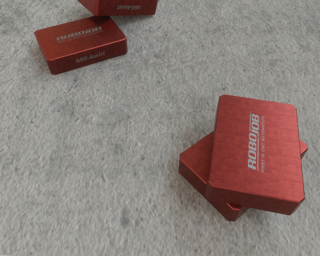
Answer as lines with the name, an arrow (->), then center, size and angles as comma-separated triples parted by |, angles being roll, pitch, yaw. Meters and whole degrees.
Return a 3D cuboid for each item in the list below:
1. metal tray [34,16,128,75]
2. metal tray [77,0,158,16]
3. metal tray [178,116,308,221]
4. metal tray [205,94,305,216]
metal tray -> -0.131, -0.144, 0.519 | 0.131, 0.030, 0.090 | -21, 53, -18
metal tray -> -0.081, -0.241, 0.575 | 0.131, 0.030, 0.090 | -16, 48, -35
metal tray -> 0.098, 0.036, 0.371 | 0.131, 0.030, 0.090 | -32, 57, -25
metal tray -> 0.104, 0.023, 0.342 | 0.090, 0.030, 0.130 | 10, 51, 7
